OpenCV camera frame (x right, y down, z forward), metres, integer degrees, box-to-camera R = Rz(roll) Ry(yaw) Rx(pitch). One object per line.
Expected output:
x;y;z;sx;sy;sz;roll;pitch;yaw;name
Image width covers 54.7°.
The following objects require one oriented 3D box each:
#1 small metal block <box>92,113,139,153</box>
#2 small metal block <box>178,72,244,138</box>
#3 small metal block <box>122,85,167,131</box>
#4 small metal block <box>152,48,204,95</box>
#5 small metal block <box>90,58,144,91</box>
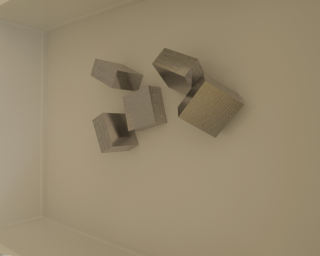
-0.063;0.007;0.443;0.025;0.050;0.050;-30;71;36;small metal block
0.055;-0.025;0.343;0.050;0.050;0.025;-54;16;26;small metal block
-0.021;-0.025;0.425;0.050;0.025;0.050;-18;79;38;small metal block
0.026;-0.063;0.365;0.050;0.050;0.025;29;79;36;small metal block
-0.061;-0.075;0.441;0.050;0.050;0.025;33;110;35;small metal block
